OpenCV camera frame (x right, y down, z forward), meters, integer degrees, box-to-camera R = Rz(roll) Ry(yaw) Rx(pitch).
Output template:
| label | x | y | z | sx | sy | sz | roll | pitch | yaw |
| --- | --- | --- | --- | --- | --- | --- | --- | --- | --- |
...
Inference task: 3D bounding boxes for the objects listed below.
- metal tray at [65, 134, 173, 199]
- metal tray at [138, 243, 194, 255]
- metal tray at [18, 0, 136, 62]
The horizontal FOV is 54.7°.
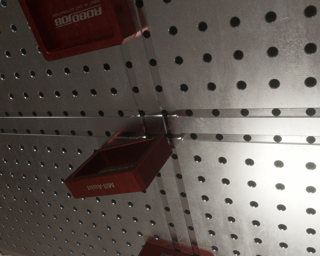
| label | x | y | z | sx | sy | sz | roll | pitch | yaw |
| --- | --- | --- | --- | --- | --- | --- | --- | --- | --- |
| metal tray | -0.057 | 0.054 | 0.430 | 0.130 | 0.090 | 0.030 | -14 | 111 | 33 |
| metal tray | 0.030 | 0.262 | 0.552 | 0.130 | 0.030 | 0.089 | 5 | 121 | 25 |
| metal tray | -0.103 | -0.137 | 0.375 | 0.130 | 0.030 | 0.089 | -4 | 117 | 29 |
